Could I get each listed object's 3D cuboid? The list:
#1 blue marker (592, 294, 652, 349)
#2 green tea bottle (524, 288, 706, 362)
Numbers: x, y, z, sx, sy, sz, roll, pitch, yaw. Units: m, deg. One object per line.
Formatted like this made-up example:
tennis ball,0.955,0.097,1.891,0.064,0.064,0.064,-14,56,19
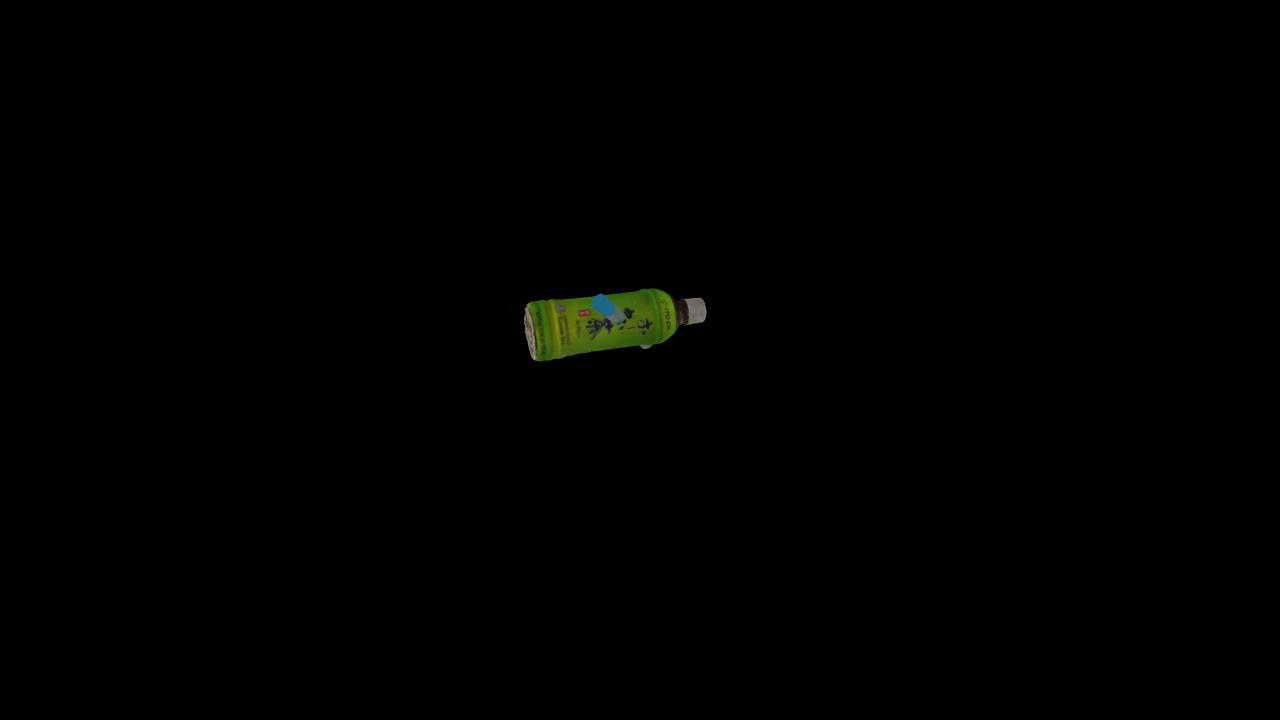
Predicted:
blue marker,-0.019,-0.043,0.700,0.020,0.020,0.121,0,-21,29
green tea bottle,-0.025,-0.047,0.718,0.212,0.073,0.073,-11,3,-15
